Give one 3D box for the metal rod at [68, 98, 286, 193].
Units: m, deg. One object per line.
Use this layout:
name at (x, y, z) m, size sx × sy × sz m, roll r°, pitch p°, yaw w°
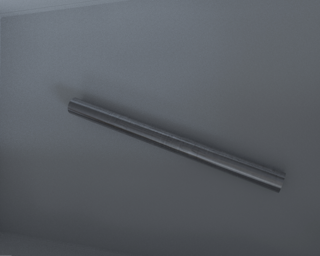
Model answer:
metal rod at (0.007, 0.016, 0.406) m, size 0.301 × 0.025 × 0.025 m, roll 20°, pitch 97°, yaw 19°
